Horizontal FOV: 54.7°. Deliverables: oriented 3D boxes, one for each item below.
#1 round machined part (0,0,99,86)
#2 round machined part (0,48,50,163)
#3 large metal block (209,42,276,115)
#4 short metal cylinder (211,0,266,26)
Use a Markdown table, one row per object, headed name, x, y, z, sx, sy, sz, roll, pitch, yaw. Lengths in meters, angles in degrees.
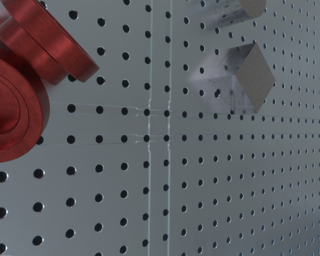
| name | x | y | z | sx | sy | sz | roll | pitch | yaw |
| --- | --- | --- | --- | --- | --- | --- | --- | --- | --- |
| round machined part | -0.105 | -0.077 | 0.282 | 0.042 | 0.098 | 0.098 | -42 | 120 | 1 |
| round machined part | -0.142 | -0.022 | 0.257 | 0.099 | 0.042 | 0.097 | -2 | 118 | -3 |
| large metal block | 0.137 | -0.079 | 0.507 | 0.080 | 0.050 | 0.080 | 51 | 60 | -28 |
| short metal cylinder | 0.127 | -0.211 | 0.498 | 0.081 | 0.050 | 0.080 | 0 | 90 | -40 |
